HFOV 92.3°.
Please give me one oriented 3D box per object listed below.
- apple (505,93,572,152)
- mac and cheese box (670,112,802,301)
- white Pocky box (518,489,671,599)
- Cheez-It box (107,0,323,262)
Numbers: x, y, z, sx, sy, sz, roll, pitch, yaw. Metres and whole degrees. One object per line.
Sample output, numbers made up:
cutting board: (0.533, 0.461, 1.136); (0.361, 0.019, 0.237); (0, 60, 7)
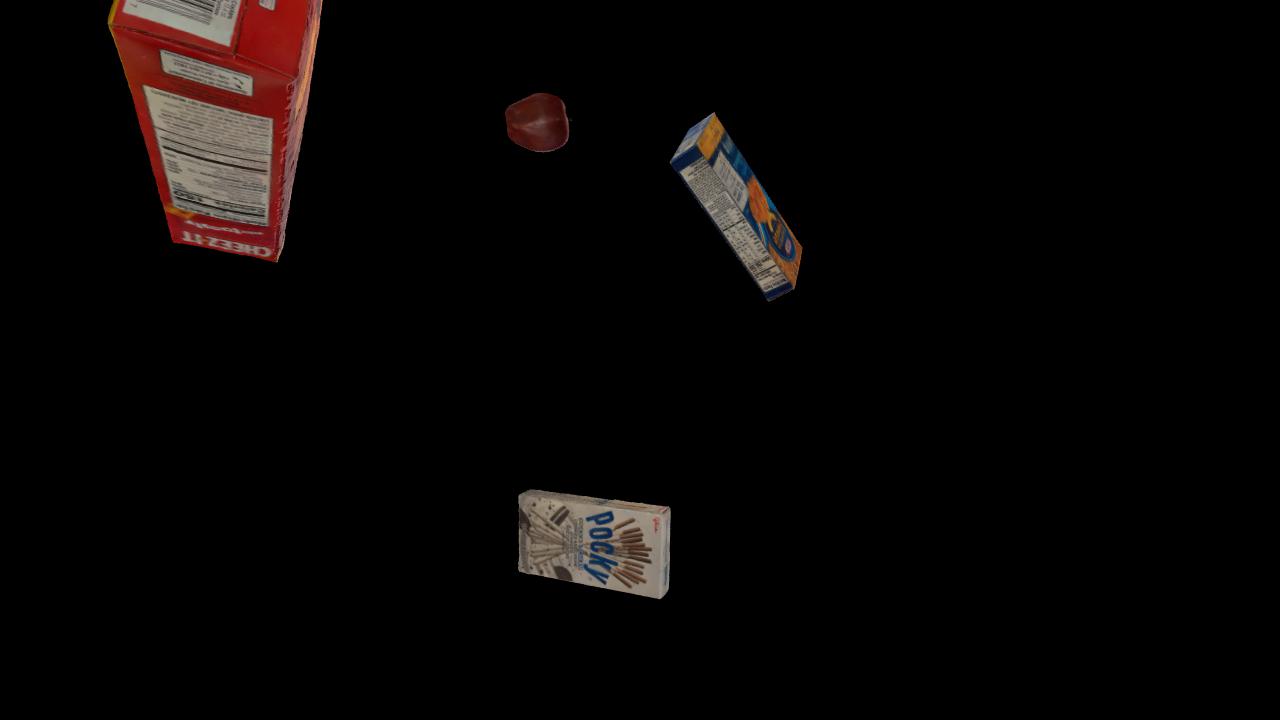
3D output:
apple: (-0.141, -0.334, 0.867); (0.093, 0.079, 0.079); (-8, 1, -9)
mac and cheese box: (0.108, -0.161, 0.654); (0.041, 0.184, 0.093); (-25, 27, 34)
white Pocky box: (-0.047, 0.176, 0.600); (0.154, 0.084, 0.028); (3, 5, 20)
Cheez-It box: (-0.230, -0.175, 0.357); (0.071, 0.166, 0.223); (10, -19, -31)
